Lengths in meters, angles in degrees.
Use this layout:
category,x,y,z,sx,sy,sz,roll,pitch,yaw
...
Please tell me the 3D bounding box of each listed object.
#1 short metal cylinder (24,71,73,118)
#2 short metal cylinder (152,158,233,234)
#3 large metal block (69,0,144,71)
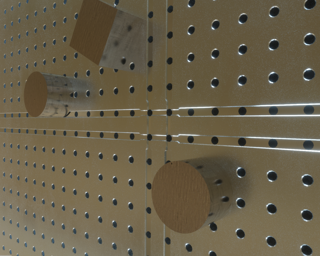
category,x,y,z,sx,sy,sz,roll,pitch,yaw
short metal cylinder,-0.202,-0.059,0.560,0.080,0.050,0.079,0,90,40
short metal cylinder,0.037,0.076,0.363,0.080,0.050,0.079,0,90,40
large metal block,-0.081,-0.141,0.460,0.080,0.050,0.079,37,112,34
